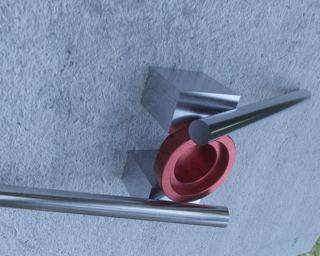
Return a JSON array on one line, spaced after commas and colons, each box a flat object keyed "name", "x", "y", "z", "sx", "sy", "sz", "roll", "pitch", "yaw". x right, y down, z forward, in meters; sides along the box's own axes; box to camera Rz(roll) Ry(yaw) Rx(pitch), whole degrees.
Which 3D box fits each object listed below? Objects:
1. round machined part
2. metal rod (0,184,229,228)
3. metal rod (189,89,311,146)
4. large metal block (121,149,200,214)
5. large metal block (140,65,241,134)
[{"name": "round machined part", "x": 0.037, "y": 0.037, "z": 0.365, "sx": 0.099, "sy": 0.042, "sz": 0.097, "roll": -14, "pitch": 125, "yaw": -21}, {"name": "metal rod", "x": -0.070, "y": 0.088, "z": 0.354, "sx": 0.302, "sy": 0.025, "sz": 0.025, "roll": 7, "pitch": 117, "yaw": -7}, {"name": "metal rod", "x": 0.137, "y": -0.024, "z": 0.401, "sx": 0.302, "sy": 0.025, "sz": 0.025, "roll": -16, "pitch": 128, "yaw": -47}, {"name": "large metal block", "x": 0.003, "y": 0.071, "z": 0.420, "sx": 0.081, "sy": 0.080, "sz": 0.050, "roll": 1, "pitch": 118, "yaw": -29}, {"name": "large metal block", "x": 0.033, "y": -0.034, "z": 0.371, "sx": 0.081, "sy": 0.080, "sz": 0.050, "roll": 1, "pitch": 118, "yaw": -29}]
